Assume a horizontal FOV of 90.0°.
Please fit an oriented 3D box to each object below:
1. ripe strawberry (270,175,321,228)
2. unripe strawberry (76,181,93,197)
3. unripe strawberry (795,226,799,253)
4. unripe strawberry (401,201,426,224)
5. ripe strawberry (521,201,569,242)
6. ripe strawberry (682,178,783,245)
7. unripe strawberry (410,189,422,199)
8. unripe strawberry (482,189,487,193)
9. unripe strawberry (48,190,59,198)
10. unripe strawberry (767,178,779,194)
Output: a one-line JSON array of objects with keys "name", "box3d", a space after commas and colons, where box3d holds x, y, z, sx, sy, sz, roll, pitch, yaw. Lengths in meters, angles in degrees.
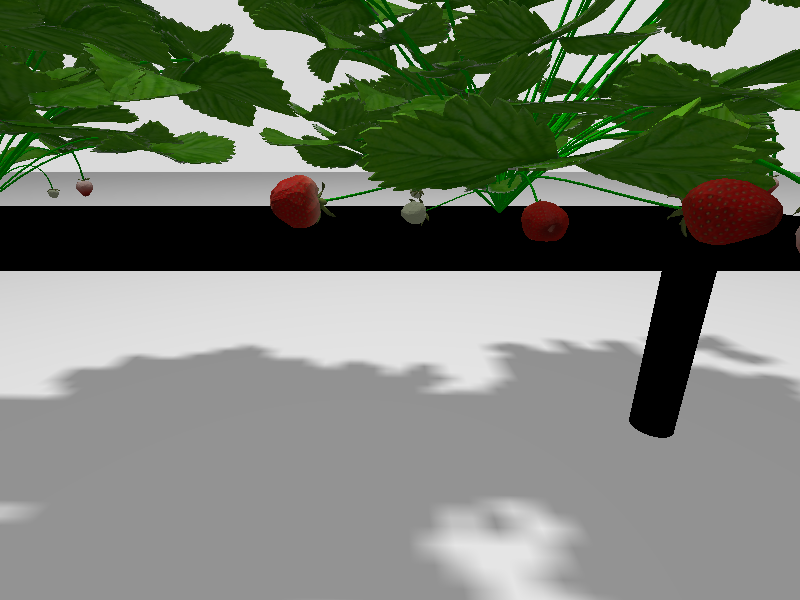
[{"name": "ripe strawberry", "box3d": [-0.067, -0.063, 0.257, 0.032, 0.033, 0.029, -11, 22, -28]}, {"name": "unripe strawberry", "box3d": [-0.407, -0.144, 0.517, 0.018, 0.019, 0.019, -4, 20, -12]}, {"name": "unripe strawberry", "box3d": [0.182, -0.025, 0.161, 0.028, 0.030, 0.030, -9, -13, -25]}, {"name": "unripe strawberry", "box3d": [0.009, -0.059, 0.272, 0.016, 0.016, 0.017, -18, 26, -41]}, {"name": "ripe strawberry", "box3d": [0.076, -0.040, 0.209, 0.024, 0.021, 0.024, 1, 25, 4]}, {"name": "ripe strawberry", "box3d": [0.164, -0.043, 0.198, 0.038, 0.033, 0.038, -10, 22, -26]}, {"name": "unripe strawberry", "box3d": [0.018, -0.127, 0.473, 0.015, 0.015, 0.016, -9, 2, -24]}, {"name": "unripe strawberry", "box3d": [0.118, -0.149, 0.527, 0.021, 0.018, 0.021, 3, -13, 9]}, {"name": "unripe strawberry", "box3d": [-0.382, -0.117, 0.442, 0.009, 0.010, 0.010, -3, 19, -9]}, {"name": "unripe strawberry", "box3d": [0.333, -0.103, 0.365, 0.015, 0.018, 0.018, -2, 19, -6]}]
